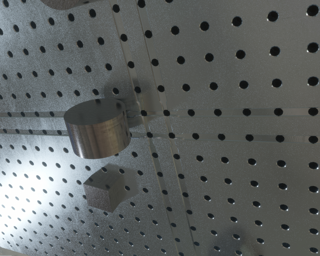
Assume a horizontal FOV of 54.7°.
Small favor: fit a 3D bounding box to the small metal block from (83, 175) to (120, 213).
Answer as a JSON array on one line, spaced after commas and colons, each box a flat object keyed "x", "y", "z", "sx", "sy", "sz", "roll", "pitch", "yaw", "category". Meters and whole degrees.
[{"x": -0.100, "y": 0.114, "z": 0.535, "sx": 0.050, "sy": 0.025, "sz": 0.050, "roll": 10, "pitch": 123, "yaw": 22, "category": "small metal block"}]

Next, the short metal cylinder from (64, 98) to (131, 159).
[{"x": -0.083, "y": -0.001, "z": 0.419, "sx": 0.080, "sy": 0.080, "sz": 0.050, "roll": 7, "pitch": 122, "yaw": 24, "category": "short metal cylinder"}]

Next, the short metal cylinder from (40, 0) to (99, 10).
[{"x": -0.101, "y": -0.176, "z": 0.340, "sx": 0.080, "sy": 0.050, "sz": 0.079, "roll": 13, "pitch": 124, "yaw": 21, "category": "short metal cylinder"}]
